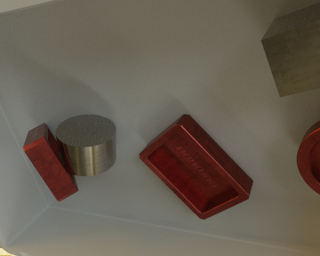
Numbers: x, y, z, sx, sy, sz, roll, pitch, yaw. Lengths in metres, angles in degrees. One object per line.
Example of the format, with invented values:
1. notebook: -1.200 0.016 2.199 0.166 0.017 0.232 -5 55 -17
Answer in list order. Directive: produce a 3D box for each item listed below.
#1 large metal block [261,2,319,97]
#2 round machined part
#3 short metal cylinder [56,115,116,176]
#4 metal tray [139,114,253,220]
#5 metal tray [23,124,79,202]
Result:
1. large metal block: 0.137 -0.073 0.255 0.080 0.080 0.050 -13 112 33
2. round machined part: 0.193 0.028 0.308 0.098 0.042 0.097 18 128 25
3. short metal cylinder: -0.103 0.023 0.440 0.080 0.080 0.050 17 125 18
4. metal tray: 0.046 0.055 0.413 0.130 0.030 0.090 46 129 -4
5. metal tray: -0.164 0.046 0.467 0.090 0.030 0.130 64 167 -18
